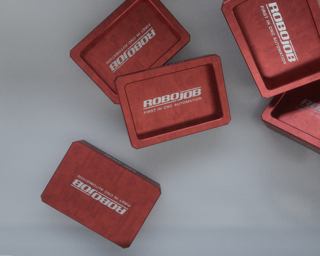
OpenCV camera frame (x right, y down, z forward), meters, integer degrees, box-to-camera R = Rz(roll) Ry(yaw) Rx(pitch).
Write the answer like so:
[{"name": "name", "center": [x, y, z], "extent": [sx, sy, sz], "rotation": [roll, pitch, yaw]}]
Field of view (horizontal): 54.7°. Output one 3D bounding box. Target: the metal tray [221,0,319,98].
[{"name": "metal tray", "center": [0.138, -0.107, 0.357], "extent": [0.090, 0.030, 0.130], "rotation": [-21, 116, 26]}]

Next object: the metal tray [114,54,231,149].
[{"name": "metal tray", "center": [0.017, -0.034, 0.389], "extent": [0.131, 0.030, 0.089], "rotation": [-15, 105, -8]}]

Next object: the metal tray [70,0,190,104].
[{"name": "metal tray", "center": [-0.038, -0.105, 0.403], "extent": [0.130, 0.030, 0.090], "rotation": [-43, 97, 0]}]

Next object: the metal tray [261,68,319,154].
[{"name": "metal tray", "center": [0.203, -0.016, 0.372], "extent": [0.130, 0.030, 0.090], "rotation": [35, 90, 39]}]

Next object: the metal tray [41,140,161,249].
[{"name": "metal tray", "center": [-0.075, 0.085, 0.408], "extent": [0.130, 0.030, 0.090], "rotation": [30, 90, 0]}]
